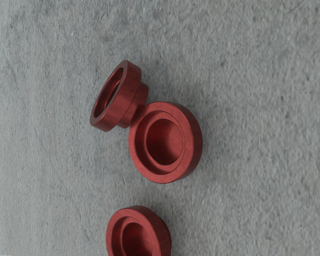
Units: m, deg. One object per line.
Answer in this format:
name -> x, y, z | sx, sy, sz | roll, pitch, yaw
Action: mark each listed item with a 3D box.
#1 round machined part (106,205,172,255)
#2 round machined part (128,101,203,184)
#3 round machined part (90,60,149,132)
round machined part -> -0.024, 0.151, 0.411 | 0.098, 0.042, 0.097 | 0, 90, 39
round machined part -> 0.011, 0.017, 0.382 | 0.098, 0.042, 0.097 | 2, 93, 38
round machined part -> -0.051, -0.038, 0.414 | 0.098, 0.042, 0.098 | -45, 29, 33
